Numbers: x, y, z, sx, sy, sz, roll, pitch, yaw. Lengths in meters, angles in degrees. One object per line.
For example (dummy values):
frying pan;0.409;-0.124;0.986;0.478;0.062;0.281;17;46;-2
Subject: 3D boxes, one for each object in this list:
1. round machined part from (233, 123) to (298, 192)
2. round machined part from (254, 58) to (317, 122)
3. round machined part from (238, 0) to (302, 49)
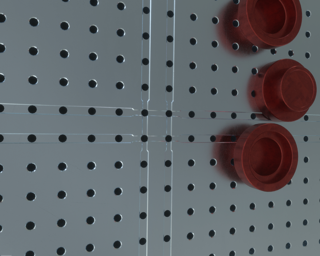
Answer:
round machined part;0.150;0.042;0.459;0.099;0.042;0.097;0;90;-20
round machined part;0.199;-0.058;0.476;0.099;0.042;0.097;0;90;-20
round machined part;0.157;-0.166;0.461;0.099;0.042;0.097;0;90;-20
